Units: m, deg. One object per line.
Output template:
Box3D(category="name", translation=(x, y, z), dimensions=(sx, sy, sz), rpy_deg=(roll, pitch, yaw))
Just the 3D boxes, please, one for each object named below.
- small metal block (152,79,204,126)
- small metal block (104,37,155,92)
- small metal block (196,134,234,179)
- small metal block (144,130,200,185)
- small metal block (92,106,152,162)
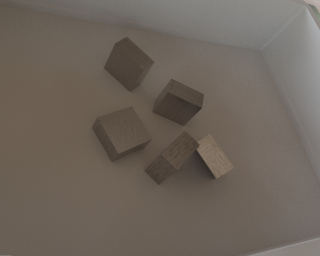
Box3D(category="small metal block", translation=(0.025, -0.034, 0.425), dimensions=(0.050, 0.050, 0.025), rpy_deg=(24, 53, -14))
Box3D(category="small metal block", translation=(-0.043, -0.085, 0.420), dimensions=(0.050, 0.050, 0.025), rpy_deg=(43, 51, 1))
Box3D(category="small metal block", translation=(0.068, 0.038, 0.401), dimensions=(0.025, 0.050, 0.050), rpy_deg=(-33, 78, -1))
Box3D(category="small metal block", translation=(0.014, 0.036, 0.377), dimensions=(0.025, 0.050, 0.050), rpy_deg=(45, 51, 2))
Box3D(category="small metal block", translation=(-0.046, 0.007, 0.378), dimensions=(0.050, 0.025, 0.050), rpy_deg=(-22, 74, -36))
